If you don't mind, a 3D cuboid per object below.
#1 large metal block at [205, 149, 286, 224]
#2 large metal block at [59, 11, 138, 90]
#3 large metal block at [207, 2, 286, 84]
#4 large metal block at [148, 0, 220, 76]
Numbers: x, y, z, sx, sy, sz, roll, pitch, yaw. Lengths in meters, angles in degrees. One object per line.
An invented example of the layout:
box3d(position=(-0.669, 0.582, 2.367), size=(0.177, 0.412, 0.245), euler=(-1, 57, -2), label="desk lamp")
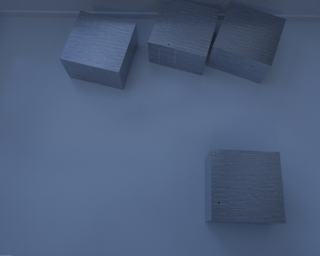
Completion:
box3d(position=(0.098, 0.072, 0.371), size=(0.081, 0.050, 0.080), euler=(3, 70, 0), label="large metal block")
box3d(position=(-0.081, -0.108, 0.435), size=(0.080, 0.050, 0.080), euler=(14, 71, 4), label="large metal block")
box3d(position=(0.122, -0.121, 0.442), size=(0.080, 0.050, 0.080), euler=(20, 71, 7), label="large metal block")
box3d(position=(0.034, -0.131, 0.445), size=(0.080, 0.050, 0.080), euler=(16, 71, 5), label="large metal block")
